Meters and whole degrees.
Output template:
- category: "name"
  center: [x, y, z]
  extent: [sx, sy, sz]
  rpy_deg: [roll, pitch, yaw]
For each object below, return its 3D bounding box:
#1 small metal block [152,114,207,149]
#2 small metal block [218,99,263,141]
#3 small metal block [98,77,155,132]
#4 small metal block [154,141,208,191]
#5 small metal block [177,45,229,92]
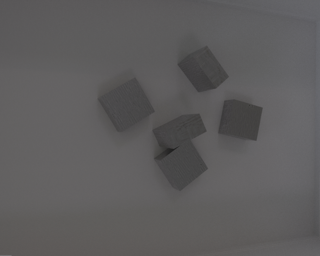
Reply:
- category: "small metal block"
  center: [0.025, 0.004, 0.406]
  extent: [0.050, 0.050, 0.025]
  rpy_deg: [-26, 99, -18]
- category: "small metal block"
  center: [0.118, -0.011, 0.454]
  extent: [0.050, 0.025, 0.050]
  rpy_deg: [13, 86, -20]
- category: "small metal block"
  center: [-0.043, -0.029, 0.395]
  extent: [0.050, 0.025, 0.050]
  rpy_deg: [-33, 101, -17]
- category: "small metal block"
  center: [0.029, 0.049, 0.421]
  extent: [0.050, 0.025, 0.050]
  rpy_deg: [-36, 102, -17]
- category: "small metal block"
  center: [0.057, -0.078, 0.418]
  extent: [0.025, 0.050, 0.050]
  rpy_deg: [-42, 104, -15]
